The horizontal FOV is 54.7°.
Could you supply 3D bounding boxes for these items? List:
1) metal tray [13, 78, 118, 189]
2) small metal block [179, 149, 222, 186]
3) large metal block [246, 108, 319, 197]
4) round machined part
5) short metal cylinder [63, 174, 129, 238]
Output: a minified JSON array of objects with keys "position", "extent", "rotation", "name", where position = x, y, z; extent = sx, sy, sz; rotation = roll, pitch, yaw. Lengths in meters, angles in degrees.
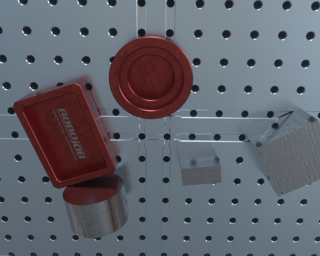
[{"position":[-0.121,0.010,0.412],"extent":[0.090,0.030,0.129],"rotation":[-17,110,5],"name":"metal tray"},{"position":[0.053,0.053,0.420],"extent":[0.050,0.050,0.025],"rotation":[-5,110,1],"name":"small metal block"},{"position":[0.174,0.032,0.415],"extent":[0.080,0.050,0.080],"rotation":[-26,108,9],"name":"large metal block"},{"position":[-0.011,-0.063,0.381],"extent":[0.099,0.042,0.097],"rotation":[0,110,-1],"name":"round machined part"},{"position":[-0.085,0.102,0.421],"extent":[0.080,0.080,0.050],"rotation":[-6,110,2],"name":"short metal cylinder"}]
